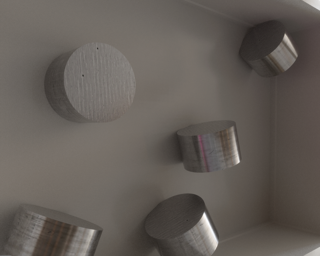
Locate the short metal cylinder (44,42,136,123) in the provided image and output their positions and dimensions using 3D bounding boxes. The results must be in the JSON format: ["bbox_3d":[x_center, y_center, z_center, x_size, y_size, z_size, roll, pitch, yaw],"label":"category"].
[{"bbox_3d":[-0.073,-0.045,0.329,0.081,0.050,0.080,0,90,-40],"label":"short metal cylinder"}]

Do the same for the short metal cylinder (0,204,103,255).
[{"bbox_3d":[-0.100,0.107,0.287,0.080,0.080,0.050,29,72,-36],"label":"short metal cylinder"}]

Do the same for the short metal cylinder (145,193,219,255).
[{"bbox_3d":[0.028,0.129,0.395,0.080,0.080,0.050,-38,114,-33],"label":"short metal cylinder"}]

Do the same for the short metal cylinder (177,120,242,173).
[{"bbox_3d":[0.068,0.023,0.427,0.081,0.080,0.050,-20,103,-38],"label":"short metal cylinder"}]

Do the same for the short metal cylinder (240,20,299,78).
[{"bbox_3d":[0.184,-0.133,0.525,0.050,0.080,0.080,34,69,-35],"label":"short metal cylinder"}]
